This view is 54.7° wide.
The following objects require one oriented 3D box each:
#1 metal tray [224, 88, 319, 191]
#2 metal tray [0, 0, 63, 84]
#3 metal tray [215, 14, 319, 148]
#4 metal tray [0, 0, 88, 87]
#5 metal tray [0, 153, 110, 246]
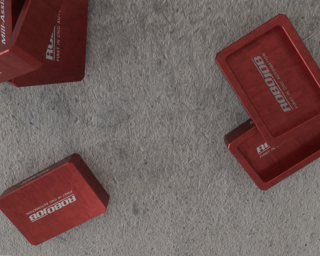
[{"bbox_3d":[0.165,0.014,0.413,0.130,0.030,0.090,-36,106,12],"label":"metal tray"},{"bbox_3d":[-0.164,-0.089,0.316,0.130,0.090,0.030,-10,150,30],"label":"metal tray"},{"bbox_3d":[0.136,-0.054,0.366,0.090,0.030,0.130,-32,90,12],"label":"metal tray"},{"bbox_3d":[-0.123,-0.114,0.332,0.030,0.091,0.129,22,114,33],"label":"metal tray"},{"bbox_3d":[-0.151,0.104,0.444,0.130,0.030,0.090,-28,108,9],"label":"metal tray"}]
